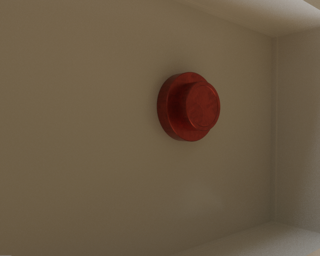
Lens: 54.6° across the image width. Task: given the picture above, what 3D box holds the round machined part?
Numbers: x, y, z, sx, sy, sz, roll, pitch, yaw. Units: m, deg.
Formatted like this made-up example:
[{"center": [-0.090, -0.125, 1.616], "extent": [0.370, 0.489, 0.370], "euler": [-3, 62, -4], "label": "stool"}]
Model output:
[{"center": [0.047, -0.029, 0.433], "extent": [0.099, 0.042, 0.097], "euler": [0, 90, -40], "label": "round machined part"}]
